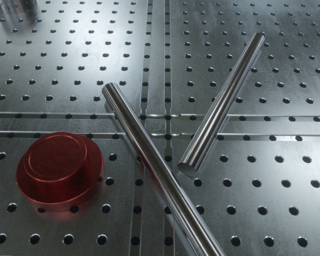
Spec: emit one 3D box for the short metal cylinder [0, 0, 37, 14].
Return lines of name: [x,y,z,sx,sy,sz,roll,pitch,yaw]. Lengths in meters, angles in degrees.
short metal cylinder: [-0.294,-0.270,0.615,0.081,0.050,0.080,0,50,0]

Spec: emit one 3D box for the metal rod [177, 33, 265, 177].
metal rod: [0.101,-0.053,0.453,0.025,0.025,0.301,22,53,17]

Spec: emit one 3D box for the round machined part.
round machined part: [-0.116,0.043,0.359,0.099,0.042,0.098,0,50,0]

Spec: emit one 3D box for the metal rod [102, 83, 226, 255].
metal rod: [-0.004,0.046,0.369,0.025,0.025,0.300,-22,54,-18]
